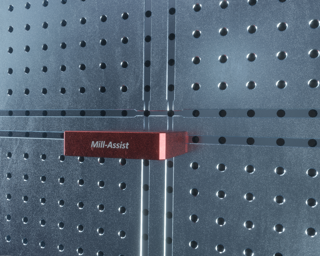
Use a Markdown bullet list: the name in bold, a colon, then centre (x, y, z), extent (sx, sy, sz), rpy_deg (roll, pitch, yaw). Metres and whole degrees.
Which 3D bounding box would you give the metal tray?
- **metal tray**: centre (-0.042, 0.019, 0.393), extent (0.130, 0.090, 0.030), rpy_deg (1, 90, 20)
